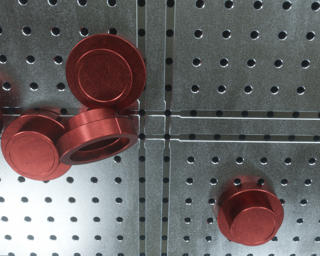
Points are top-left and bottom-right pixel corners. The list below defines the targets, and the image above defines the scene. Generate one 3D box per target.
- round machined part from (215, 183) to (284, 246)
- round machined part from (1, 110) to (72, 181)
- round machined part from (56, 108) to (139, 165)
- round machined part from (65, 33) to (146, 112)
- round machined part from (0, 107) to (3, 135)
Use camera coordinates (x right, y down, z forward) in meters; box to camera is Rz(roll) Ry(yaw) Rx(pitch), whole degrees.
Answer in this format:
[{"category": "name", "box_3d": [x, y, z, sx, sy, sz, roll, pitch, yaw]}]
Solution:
[{"category": "round machined part", "box_3d": [0.134, 0.133, 0.455, 0.099, 0.042, 0.097, 0, 110, -1]}, {"category": "round machined part", "box_3d": [-0.163, 0.029, 0.413, 0.099, 0.042, 0.097, 0, 110, -1]}, {"category": "round machined part", "box_3d": [-0.080, 0.009, 0.387, 0.098, 0.098, 0.042, -23, 73, 8]}, {"category": "round machined part", "box_3d": [-0.067, -0.065, 0.380, 0.099, 0.042, 0.097, 0, 110, -1]}, {"category": "round machined part", "box_3d": [-0.250, -0.016, 0.395, 0.099, 0.042, 0.097, 0, 110, -1]}]
